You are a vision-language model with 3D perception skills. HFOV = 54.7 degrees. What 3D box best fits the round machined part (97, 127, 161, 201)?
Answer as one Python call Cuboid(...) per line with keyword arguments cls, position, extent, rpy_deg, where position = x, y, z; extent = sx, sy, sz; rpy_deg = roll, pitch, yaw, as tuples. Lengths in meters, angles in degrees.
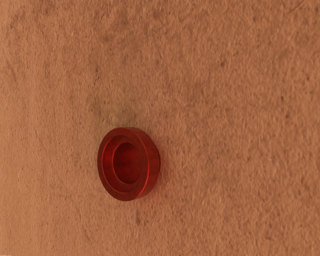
Cuboid(cls="round machined part", position=(-0.038, 0.047, 0.423), extent=(0.098, 0.042, 0.097), rpy_deg=(0, 90, 39))
